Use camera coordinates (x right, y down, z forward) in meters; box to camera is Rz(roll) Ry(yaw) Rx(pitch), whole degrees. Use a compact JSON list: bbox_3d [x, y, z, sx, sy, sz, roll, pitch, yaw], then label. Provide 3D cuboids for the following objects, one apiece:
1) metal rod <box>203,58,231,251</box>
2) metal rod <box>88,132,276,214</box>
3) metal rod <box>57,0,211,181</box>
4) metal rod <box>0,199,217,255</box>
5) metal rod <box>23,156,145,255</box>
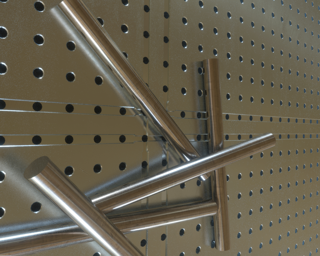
[{"bbox_3d":[0.090,0.043,0.487,0.025,0.025,0.298,-8,95,-40],"label":"metal rod"},{"bbox_3d":[0.050,0.054,0.423,0.303,0.025,0.025,-16,100,-30],"label":"metal rod"},{"bbox_3d":[-0.016,-0.034,0.397,0.300,0.025,0.025,51,60,-28],"label":"metal rod"},{"bbox_3d":[-0.036,0.116,0.380,0.302,0.025,0.025,3,88,-40],"label":"metal rod"},{"bbox_3d":[-0.041,0.138,0.348,0.025,0.025,0.299,-52,129,-27],"label":"metal rod"}]
